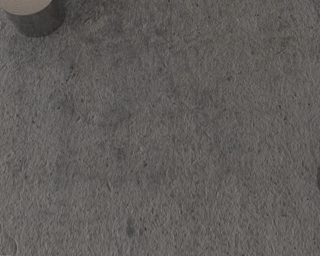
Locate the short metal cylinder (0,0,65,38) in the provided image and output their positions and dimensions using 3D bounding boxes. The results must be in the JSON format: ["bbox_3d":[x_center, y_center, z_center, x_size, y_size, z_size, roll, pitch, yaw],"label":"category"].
[{"bbox_3d":[-0.189,-0.183,0.460,0.081,0.050,0.080,0,70,0],"label":"short metal cylinder"}]

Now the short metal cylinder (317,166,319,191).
[{"bbox_3d":[0.242,0.062,0.374,0.081,0.050,0.080,0,70,0],"label":"short metal cylinder"}]
